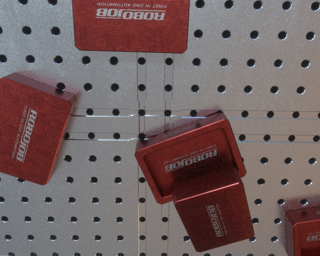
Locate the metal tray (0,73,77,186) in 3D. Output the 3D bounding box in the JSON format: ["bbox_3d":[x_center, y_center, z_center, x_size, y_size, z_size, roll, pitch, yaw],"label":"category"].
[{"bbox_3d":[-0.174,0.004,0.410,0.091,0.030,0.129,20,109,-8],"label":"metal tray"}]

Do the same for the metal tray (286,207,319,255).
[{"bbox_3d":[0.265,0.164,0.475,0.131,0.030,0.089,-10,110,3],"label":"metal tray"}]

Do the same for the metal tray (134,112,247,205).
[{"bbox_3d":[0.042,0.043,0.427,0.130,0.030,0.090,-20,109,7],"label":"metal tray"}]

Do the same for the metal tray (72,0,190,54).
[{"bbox_3d":[-0.032,-0.136,0.360,0.131,0.030,0.089,1,110,-1],"label":"metal tray"}]

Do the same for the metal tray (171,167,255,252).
[{"bbox_3d":[0.077,0.119,0.435,0.090,0.030,0.129,-18,127,5],"label":"metal tray"}]
